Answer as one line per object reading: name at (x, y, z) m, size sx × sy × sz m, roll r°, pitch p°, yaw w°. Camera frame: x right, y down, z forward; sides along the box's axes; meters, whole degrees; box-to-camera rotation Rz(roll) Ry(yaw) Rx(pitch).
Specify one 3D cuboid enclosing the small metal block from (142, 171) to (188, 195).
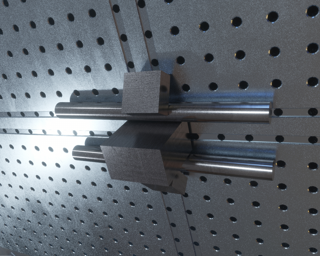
small metal block at (0.005, 0.072, 0.433) m, size 0.050 × 0.025 × 0.050 m, roll 3°, pitch 157°, yaw 26°

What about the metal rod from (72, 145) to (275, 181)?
metal rod at (0.000, 0.045, 0.434) m, size 0.301 × 0.025 × 0.025 m, roll 2°, pitch 120°, yaw 27°

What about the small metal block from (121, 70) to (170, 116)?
small metal block at (-0.017, -0.041, 0.375) m, size 0.050 × 0.025 × 0.050 m, roll 1°, pitch 84°, yaw 27°

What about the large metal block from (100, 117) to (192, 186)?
large metal block at (-0.014, 0.025, 0.392) m, size 0.080 × 0.080 × 0.050 m, roll 2°, pitch 119°, yaw 27°

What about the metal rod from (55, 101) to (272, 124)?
metal rod at (-0.015, -0.022, 0.400) m, size 0.301 × 0.025 × 0.025 m, roll 2°, pitch 120°, yaw 27°
